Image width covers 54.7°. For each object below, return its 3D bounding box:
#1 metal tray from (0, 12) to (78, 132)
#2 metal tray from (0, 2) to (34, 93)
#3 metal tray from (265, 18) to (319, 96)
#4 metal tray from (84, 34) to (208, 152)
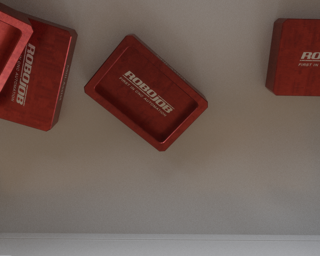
[{"bbox_3d":[-0.163,-0.069,0.381,0.091,0.030,0.129,17,109,-7],"label":"metal tray"},{"bbox_3d":[-0.205,-0.075,0.321,0.090,0.030,0.129,19,114,-46],"label":"metal tray"},{"bbox_3d":[0.204,-0.086,0.379,0.131,0.030,0.089,1,110,-1],"label":"metal tray"},{"bbox_3d":[-0.016,-0.042,0.392,0.130,0.030,0.090,39,105,-14],"label":"metal tray"}]
